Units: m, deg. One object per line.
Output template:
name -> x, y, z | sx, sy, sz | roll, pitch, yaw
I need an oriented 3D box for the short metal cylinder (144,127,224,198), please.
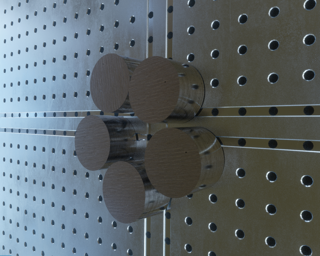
short metal cylinder -> 0.028, 0.039, 0.369 | 0.080, 0.050, 0.079 | 1, 92, 39

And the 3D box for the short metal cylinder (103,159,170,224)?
short metal cylinder -> -0.032, 0.083, 0.418 | 0.080, 0.050, 0.080 | 0, 89, 40

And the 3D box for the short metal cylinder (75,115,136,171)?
short metal cylinder -> -0.082, 0.021, 0.460 | 0.080, 0.050, 0.079 | 0, 91, 40

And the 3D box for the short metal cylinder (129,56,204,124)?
short metal cylinder -> 0.007, -0.045, 0.386 | 0.080, 0.050, 0.079 | 0, 91, 40

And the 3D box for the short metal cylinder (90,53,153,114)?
short metal cylinder -> -0.053, -0.061, 0.436 | 0.080, 0.050, 0.079 | 0, 90, 39
